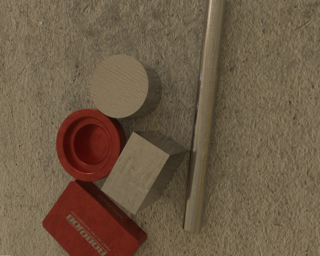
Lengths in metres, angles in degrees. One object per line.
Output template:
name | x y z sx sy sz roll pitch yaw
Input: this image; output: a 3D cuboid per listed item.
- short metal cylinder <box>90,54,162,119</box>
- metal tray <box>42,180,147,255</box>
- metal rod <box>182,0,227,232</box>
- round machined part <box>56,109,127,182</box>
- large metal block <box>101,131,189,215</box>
short metal cylinder | -0.043 -0.052 0.410 0.080 0.050 0.079 0 90 19
metal tray | -0.094 0.145 0.438 0.130 0.030 0.090 39 102 15
metal rod | 0.056 -0.021 0.388 0.025 0.025 0.298 7 92 19
round machined part | -0.090 0.023 0.431 0.098 0.042 0.097 0 90 19
large metal block | -0.016 0.051 0.384 0.050 0.080 0.080 32 100 17
